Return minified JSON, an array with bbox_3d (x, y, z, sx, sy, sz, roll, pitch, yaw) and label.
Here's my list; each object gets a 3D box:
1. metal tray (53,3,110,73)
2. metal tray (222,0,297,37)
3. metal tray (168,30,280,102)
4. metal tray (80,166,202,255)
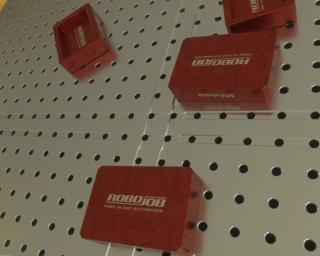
[{"bbox_3d":[-0.154,-0.174,0.594,0.090,0.030,0.130,-30,52,9],"label":"metal tray"},{"bbox_3d":[0.139,-0.197,0.453,0.090,0.030,0.130,-12,57,21],"label":"metal tray"},{"bbox_3d":[0.084,-0.081,0.411,0.130,0.030,0.090,4,63,30],"label":"metal tray"},{"bbox_3d":[-0.023,0.092,0.362,0.130,0.030,0.090,-3,60,26],"label":"metal tray"}]
